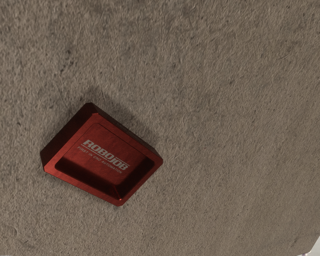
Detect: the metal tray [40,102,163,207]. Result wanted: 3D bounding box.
[{"bbox_3d":[-0.068,0.039,0.391,0.090,0.030,0.130,-47,130,4],"label":"metal tray"}]
